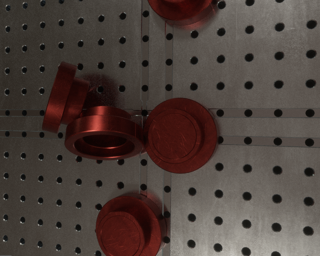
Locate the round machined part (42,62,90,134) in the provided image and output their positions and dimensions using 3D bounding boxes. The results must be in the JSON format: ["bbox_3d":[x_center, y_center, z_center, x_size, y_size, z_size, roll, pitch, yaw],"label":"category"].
[{"bbox_3d":[-0.127,-0.038,0.427,0.042,0.098,0.097,16,97,-17],"label":"round machined part"}]

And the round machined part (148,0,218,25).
[{"bbox_3d":[0.027,-0.186,0.394,0.098,0.042,0.097,0,90,19],"label":"round machined part"}]

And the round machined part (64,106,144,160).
[{"bbox_3d":[-0.071,0.006,0.403,0.098,0.098,0.042,-12,62,19],"label":"round machined part"}]

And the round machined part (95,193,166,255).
[{"bbox_3d":[-0.045,0.141,0.418,0.098,0.042,0.097,0,90,19],"label":"round machined part"}]

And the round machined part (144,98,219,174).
[{"bbox_3d":[0.023,0.010,0.395,0.098,0.042,0.097,0,90,19],"label":"round machined part"}]
